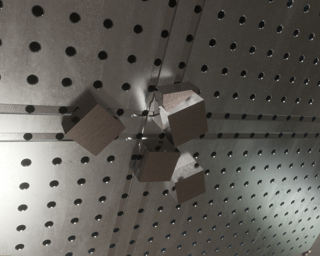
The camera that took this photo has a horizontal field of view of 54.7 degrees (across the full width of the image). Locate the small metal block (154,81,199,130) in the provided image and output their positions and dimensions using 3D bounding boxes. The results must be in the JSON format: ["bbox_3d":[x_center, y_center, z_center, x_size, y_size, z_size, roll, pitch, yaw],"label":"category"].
[{"bbox_3d":[0.021,-0.030,0.406,0.050,0.025,0.050,-12,124,-22],"label":"small metal block"}]

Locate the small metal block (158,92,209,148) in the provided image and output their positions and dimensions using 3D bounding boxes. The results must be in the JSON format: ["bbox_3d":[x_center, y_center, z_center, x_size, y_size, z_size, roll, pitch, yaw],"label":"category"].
[{"bbox_3d":[0.031,-0.011,0.391,0.050,0.025,0.050,-25,128,-14],"label":"small metal block"}]

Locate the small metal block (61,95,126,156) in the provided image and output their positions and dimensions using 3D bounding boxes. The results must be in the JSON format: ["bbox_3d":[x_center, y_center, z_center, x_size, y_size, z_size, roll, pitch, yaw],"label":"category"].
[{"bbox_3d":[-0.078,-0.002,0.368,0.050,0.025,0.050,-43,130,1],"label":"small metal block"}]

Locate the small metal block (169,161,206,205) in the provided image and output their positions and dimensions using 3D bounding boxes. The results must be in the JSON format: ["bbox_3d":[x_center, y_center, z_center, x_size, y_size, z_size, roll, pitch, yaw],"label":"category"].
[{"bbox_3d":[0.043,0.087,0.491,0.050,0.025,0.050,-21,127,-16],"label":"small metal block"}]

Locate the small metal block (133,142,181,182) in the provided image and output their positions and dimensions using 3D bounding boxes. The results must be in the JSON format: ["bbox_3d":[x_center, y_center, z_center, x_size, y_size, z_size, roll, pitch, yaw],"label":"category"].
[{"bbox_3d":[-0.005,0.049,0.441,0.050,0.025,0.050,4,116,-31],"label":"small metal block"}]
